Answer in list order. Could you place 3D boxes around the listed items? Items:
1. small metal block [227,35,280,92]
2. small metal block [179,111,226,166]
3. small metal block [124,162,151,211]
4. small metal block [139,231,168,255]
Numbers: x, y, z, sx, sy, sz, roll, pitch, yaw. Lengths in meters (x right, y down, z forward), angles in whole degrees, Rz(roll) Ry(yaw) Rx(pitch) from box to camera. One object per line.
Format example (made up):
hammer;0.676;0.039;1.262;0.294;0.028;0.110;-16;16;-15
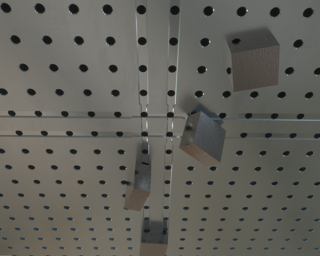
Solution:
small metal block;0.105;-0.072;0.351;0.050;0.025;0.050;-9;130;7
small metal block;0.057;0.014;0.404;0.050;0.050;0.025;35;144;-26
small metal block;-0.034;0.089;0.471;0.025;0.050;0.050;15;129;-13
small metal block;-0.013;0.227;0.604;0.050;0.025;0.050;5;130;-4
